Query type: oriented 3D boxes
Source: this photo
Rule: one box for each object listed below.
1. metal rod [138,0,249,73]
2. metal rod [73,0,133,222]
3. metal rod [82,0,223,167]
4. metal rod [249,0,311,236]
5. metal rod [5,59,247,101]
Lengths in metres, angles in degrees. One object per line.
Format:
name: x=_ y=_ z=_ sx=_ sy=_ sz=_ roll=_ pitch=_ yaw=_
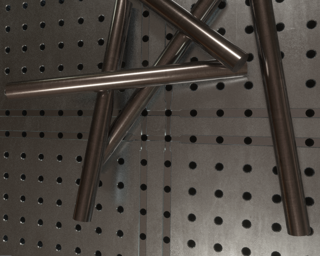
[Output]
metal rod: x=-0.012 y=-0.167 z=0.396 sx=0.300 sy=0.025 sz=0.025 roll=44 pitch=104 yaw=22
metal rod: x=-0.076 y=-0.027 z=0.417 sx=0.025 sy=0.025 sz=0.298 roll=8 pitch=85 yaw=19
metal rod: x=-0.014 y=-0.056 z=0.416 sx=0.025 sy=0.025 sz=0.299 roll=40 pitch=102 yaw=15
metal rod: x=0.138 y=-0.027 z=0.363 sx=0.025 sy=0.025 sz=0.298 roll=-9 pitch=87 yaw=19
metal rod: x=-0.046 y=-0.061 z=0.391 sx=0.302 sy=0.025 sz=0.025 roll=-5 pitch=88 yaw=5
